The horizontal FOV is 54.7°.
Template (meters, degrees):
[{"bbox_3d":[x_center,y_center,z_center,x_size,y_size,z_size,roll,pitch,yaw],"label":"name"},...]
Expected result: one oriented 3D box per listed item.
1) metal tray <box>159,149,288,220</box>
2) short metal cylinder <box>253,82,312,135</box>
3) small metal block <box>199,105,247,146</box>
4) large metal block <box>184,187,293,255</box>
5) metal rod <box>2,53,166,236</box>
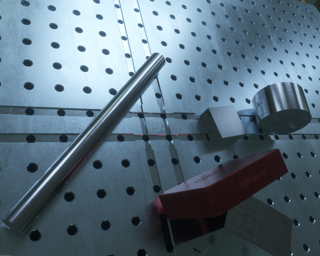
[{"bbox_3d":[0.075,0.065,0.363,0.131,0.090,0.030,-18,85,-37],"label":"metal tray"},{"bbox_3d":[0.194,-0.029,0.498,0.081,0.080,0.050,12,57,-22],"label":"short metal cylinder"},{"bbox_3d":[0.095,-0.005,0.464,0.050,0.025,0.050,-8,66,-32],"label":"small metal block"},{"bbox_3d":[0.087,0.117,0.350,0.080,0.080,0.050,31,51,-9],"label":"large metal block"},{"bbox_3d":[-0.068,-0.007,0.376,0.025,0.025,0.301,37,51,-4],"label":"metal rod"}]
